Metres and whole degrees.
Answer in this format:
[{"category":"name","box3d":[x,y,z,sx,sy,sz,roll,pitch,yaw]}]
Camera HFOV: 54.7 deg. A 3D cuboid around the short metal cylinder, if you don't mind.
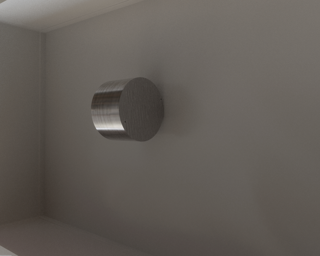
[{"category":"short metal cylinder","box3d":[-0.040,-0.023,0.399,0.050,0.081,0.079,0,90,40]}]
